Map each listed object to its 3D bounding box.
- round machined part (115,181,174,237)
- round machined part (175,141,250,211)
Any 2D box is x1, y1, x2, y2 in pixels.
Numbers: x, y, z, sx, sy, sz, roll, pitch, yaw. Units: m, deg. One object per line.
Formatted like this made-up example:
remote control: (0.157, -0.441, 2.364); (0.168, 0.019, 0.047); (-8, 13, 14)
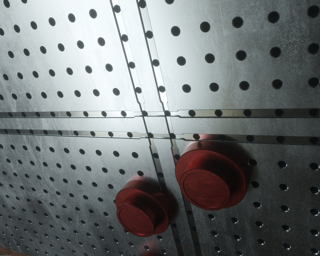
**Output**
round machined part: (-0.031, 0.137, 0.502); (0.098, 0.042, 0.097); (13, 124, 21)
round machined part: (0.065, 0.070, 0.410); (0.098, 0.042, 0.097); (13, 124, 21)
